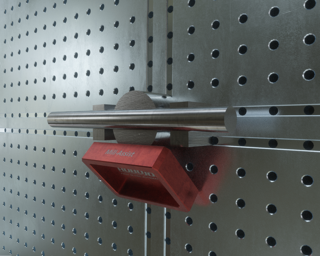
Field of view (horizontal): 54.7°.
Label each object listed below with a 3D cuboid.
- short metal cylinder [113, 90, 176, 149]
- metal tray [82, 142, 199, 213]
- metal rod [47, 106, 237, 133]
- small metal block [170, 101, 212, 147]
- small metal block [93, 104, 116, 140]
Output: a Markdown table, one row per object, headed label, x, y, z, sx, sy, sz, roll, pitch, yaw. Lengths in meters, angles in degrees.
| label | x | y | z | sx | sy | sz | roll | pitch | yaw |
| --- | --- | --- | --- | --- | --- | --- | --- | --- | --- |
| short metal cylinder | -0.017 | -0.007 | 0.407 | 0.080 | 0.050 | 0.080 | 0 | 90 | 40 |
| metal tray | -0.027 | 0.060 | 0.392 | 0.130 | 0.090 | 0.030 | 1 | 48 | 40 |
| metal rod | -0.049 | -0.011 | 0.384 | 0.300 | 0.025 | 0.025 | 1 | 91 | 40 |
| small metal block | 0.037 | -0.004 | 0.363 | 0.025 | 0.050 | 0.050 | -1 | 90 | 40 |
| small metal block | -0.070 | -0.008 | 0.451 | 0.025 | 0.050 | 0.050 | -1 | 90 | 40 |
